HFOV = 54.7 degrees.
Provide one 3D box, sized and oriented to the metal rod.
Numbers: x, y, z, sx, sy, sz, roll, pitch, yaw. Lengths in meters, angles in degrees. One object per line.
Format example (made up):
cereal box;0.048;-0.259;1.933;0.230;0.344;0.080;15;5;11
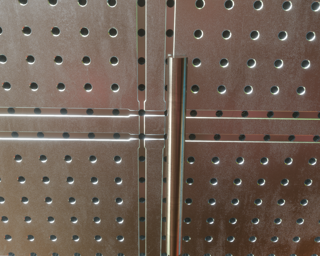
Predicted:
metal rod;0.022;0.052;0.432;0.025;0.025;0.298;0;110;-1
